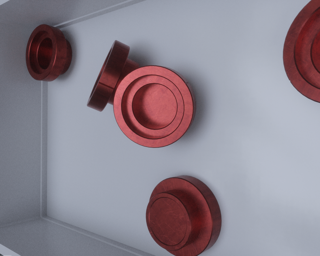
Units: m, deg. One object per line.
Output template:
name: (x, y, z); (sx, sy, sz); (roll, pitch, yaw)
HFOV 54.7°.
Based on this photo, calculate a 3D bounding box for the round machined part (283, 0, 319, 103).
round machined part: (0.159, -0.066, 0.258); (0.098, 0.042, 0.097); (-2, 87, 49)

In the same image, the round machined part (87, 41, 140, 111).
round machined part: (-0.061, -0.067, 0.426); (0.097, 0.042, 0.098); (-56, 19, 32)

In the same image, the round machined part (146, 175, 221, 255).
round machined part: (0.021, 0.109, 0.378); (0.098, 0.042, 0.097); (0, 90, 40)

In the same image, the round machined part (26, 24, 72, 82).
round machined part: (-0.196, -0.132, 0.557); (0.098, 0.042, 0.097); (0, 89, 38)

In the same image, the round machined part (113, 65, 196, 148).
round machined part: (-0.004, -0.028, 0.383); (0.098, 0.042, 0.097); (2, 100, 14)
